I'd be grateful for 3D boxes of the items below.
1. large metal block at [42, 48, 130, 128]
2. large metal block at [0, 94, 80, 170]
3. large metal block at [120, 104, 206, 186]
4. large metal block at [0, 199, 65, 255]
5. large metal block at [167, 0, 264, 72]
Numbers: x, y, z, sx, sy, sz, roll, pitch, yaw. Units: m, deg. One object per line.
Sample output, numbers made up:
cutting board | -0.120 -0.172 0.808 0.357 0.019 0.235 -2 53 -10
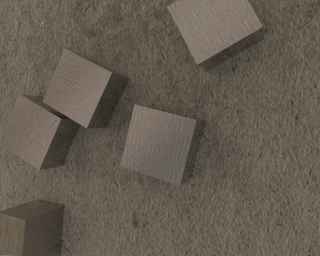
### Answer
large metal block | -0.103 -0.053 0.432 0.080 0.050 0.080 29 99 17
large metal block | -0.175 0.005 0.457 0.080 0.050 0.080 29 99 17
large metal block | 0.005 0.019 0.394 0.080 0.050 0.080 15 95 19
large metal block | -0.187 0.155 0.446 0.050 0.080 0.079 6 92 20
large metal block | 0.068 -0.126 0.372 0.080 0.050 0.080 -28 81 18
